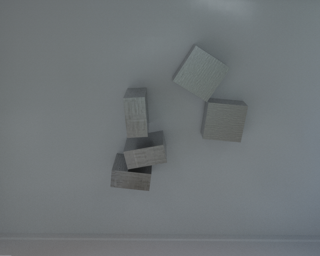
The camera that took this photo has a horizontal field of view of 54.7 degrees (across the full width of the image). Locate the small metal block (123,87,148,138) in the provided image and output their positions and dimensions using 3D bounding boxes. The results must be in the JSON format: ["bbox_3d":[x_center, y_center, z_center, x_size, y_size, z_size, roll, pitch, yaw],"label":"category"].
[{"bbox_3d":[-0.029,-0.021,0.390,0.025,0.050,0.050,-3,110,1],"label":"small metal block"}]

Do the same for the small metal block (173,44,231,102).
[{"bbox_3d":[0.050,-0.069,0.386,0.050,0.025,0.050,30,107,-11],"label":"small metal block"}]

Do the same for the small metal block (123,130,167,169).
[{"bbox_3d":[-0.018,0.028,0.408,0.050,0.050,0.025,-10,110,4],"label":"small metal block"}]

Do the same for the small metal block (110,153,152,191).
[{"bbox_3d":[-0.037,0.059,0.419,0.050,0.050,0.025,6,110,-3],"label":"small metal block"}]

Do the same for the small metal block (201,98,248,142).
[{"bbox_3d":[0.083,-0.011,0.408,0.050,0.025,0.050,5,110,-2],"label":"small metal block"}]
